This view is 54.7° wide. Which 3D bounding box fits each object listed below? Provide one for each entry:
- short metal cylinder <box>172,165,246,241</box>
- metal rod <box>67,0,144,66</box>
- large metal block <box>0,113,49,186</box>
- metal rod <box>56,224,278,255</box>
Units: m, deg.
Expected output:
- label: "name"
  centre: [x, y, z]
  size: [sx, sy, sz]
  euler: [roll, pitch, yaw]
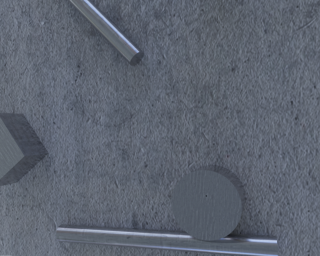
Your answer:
- label: "short metal cylinder"
  centre: [0.060, 0.087, 0.375]
  size: [0.080, 0.050, 0.080]
  euler: [0, 90, 20]
- label: "metal rod"
  centre: [-0.131, -0.200, 0.455]
  size: [0.300, 0.025, 0.025]
  euler: [47, 104, 14]
- label: "large metal block"
  centre: [-0.236, 0.033, 0.479]
  size: [0.080, 0.050, 0.080]
  euler: [-40, 78, 15]
- label: "metal rod"
  centre: [-0.005, 0.147, 0.410]
  size: [0.301, 0.025, 0.025]
  euler: [-3, 89, 19]
